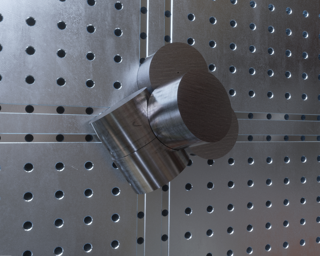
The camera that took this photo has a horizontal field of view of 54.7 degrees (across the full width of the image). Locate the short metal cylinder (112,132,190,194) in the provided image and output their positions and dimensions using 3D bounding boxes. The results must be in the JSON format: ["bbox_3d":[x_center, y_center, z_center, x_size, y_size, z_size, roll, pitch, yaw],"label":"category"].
[{"bbox_3d":[-0.011,0.036,0.380,0.080,0.080,0.050,-35,102,-17],"label":"short metal cylinder"}]

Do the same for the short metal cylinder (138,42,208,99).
[{"bbox_3d":[0.016,-0.066,0.405,0.081,0.050,0.079,0,90,-21],"label":"short metal cylinder"}]

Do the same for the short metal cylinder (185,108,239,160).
[{"bbox_3d":[0.058,0.001,0.421,0.081,0.050,0.079,0,90,-21],"label":"short metal cylinder"}]

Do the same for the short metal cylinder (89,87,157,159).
[{"bbox_3d":[-0.037,-0.007,0.371,0.080,0.080,0.050,-36,102,-17],"label":"short metal cylinder"}]

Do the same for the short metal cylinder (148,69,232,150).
[{"bbox_3d":[0.034,-0.019,0.344,0.081,0.050,0.080,11,72,-36],"label":"short metal cylinder"}]
